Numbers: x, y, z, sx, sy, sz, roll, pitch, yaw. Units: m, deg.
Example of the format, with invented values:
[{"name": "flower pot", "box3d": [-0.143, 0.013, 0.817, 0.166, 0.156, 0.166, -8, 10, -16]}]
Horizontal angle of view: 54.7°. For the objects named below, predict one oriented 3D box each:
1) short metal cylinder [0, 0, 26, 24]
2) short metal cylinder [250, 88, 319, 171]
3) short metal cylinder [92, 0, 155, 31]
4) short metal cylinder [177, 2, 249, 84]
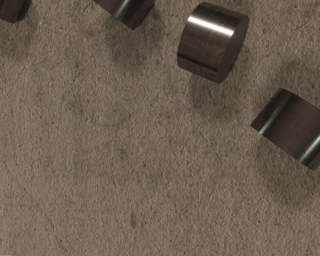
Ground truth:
[{"name": "short metal cylinder", "box3d": [-0.249, -0.200, 0.465, 0.080, 0.080, 0.050, 33, 101, 16]}, {"name": "short metal cylinder", "box3d": [0.145, 0.001, 0.329, 0.080, 0.080, 0.050, 39, 102, 15]}, {"name": "short metal cylinder", "box3d": [-0.052, -0.170, 0.397, 0.080, 0.080, 0.050, 41, 103, 15]}, {"name": "short metal cylinder", "box3d": [0.061, -0.097, 0.358, 0.050, 0.080, 0.080, 27, 99, 18]}]
